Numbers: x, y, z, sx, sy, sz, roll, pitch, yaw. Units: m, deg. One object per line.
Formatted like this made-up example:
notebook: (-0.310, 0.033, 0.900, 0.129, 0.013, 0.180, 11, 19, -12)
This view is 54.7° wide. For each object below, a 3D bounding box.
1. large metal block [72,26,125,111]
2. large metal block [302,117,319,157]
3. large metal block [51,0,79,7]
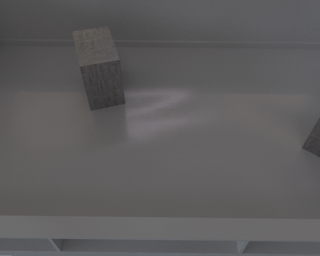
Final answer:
large metal block: (-0.086, -0.085, 0.440, 0.050, 0.080, 0.080, -13, 51, -11)
large metal block: (0.228, -0.012, 0.380, 0.050, 0.080, 0.080, 32, 57, 24)
large metal block: (-0.199, -0.304, 0.646, 0.080, 0.050, 0.080, -34, 58, -25)
